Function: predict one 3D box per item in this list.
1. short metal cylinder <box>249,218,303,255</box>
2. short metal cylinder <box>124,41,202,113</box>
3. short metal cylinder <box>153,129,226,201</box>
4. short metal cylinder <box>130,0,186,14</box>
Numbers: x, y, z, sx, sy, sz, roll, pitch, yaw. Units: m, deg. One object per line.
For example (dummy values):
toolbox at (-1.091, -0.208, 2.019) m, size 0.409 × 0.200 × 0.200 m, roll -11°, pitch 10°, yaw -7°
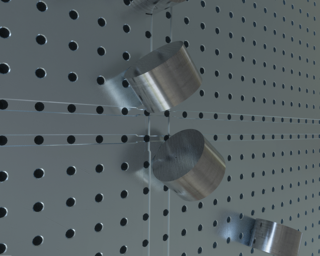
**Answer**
short metal cylinder at (0.202, 0.197, 0.543) m, size 0.080 × 0.080 × 0.050 m, roll 32°, pitch 70°, yaw -35°
short metal cylinder at (0.004, -0.062, 0.376) m, size 0.080 × 0.080 × 0.050 m, roll -47°, pitch 118°, yaw -30°
short metal cylinder at (0.037, 0.048, 0.404) m, size 0.050 × 0.080 × 0.080 m, roll 45°, pitch 63°, yaw -31°
short metal cylinder at (-0.002, -0.192, 0.391) m, size 0.081 × 0.050 × 0.079 m, roll 0°, pitch 90°, yaw -40°
